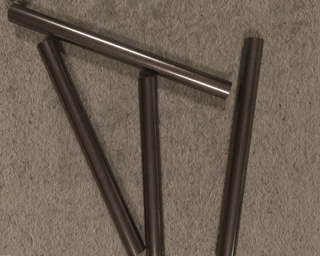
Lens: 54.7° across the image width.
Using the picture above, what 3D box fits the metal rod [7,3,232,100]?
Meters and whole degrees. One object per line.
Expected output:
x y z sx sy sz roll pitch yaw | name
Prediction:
-0.051 -0.100 0.409 0.302 0.025 0.025 20 90 -1 | metal rod

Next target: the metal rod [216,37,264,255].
0.106 0.031 0.411 0.025 0.025 0.298 7 90 -1 | metal rod

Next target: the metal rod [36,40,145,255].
-0.090 0.027 0.408 0.025 0.025 0.299 -24 90 0 | metal rod

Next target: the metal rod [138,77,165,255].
-0.010 0.084 0.409 0.025 0.025 0.298 -3 90 -1 | metal rod
